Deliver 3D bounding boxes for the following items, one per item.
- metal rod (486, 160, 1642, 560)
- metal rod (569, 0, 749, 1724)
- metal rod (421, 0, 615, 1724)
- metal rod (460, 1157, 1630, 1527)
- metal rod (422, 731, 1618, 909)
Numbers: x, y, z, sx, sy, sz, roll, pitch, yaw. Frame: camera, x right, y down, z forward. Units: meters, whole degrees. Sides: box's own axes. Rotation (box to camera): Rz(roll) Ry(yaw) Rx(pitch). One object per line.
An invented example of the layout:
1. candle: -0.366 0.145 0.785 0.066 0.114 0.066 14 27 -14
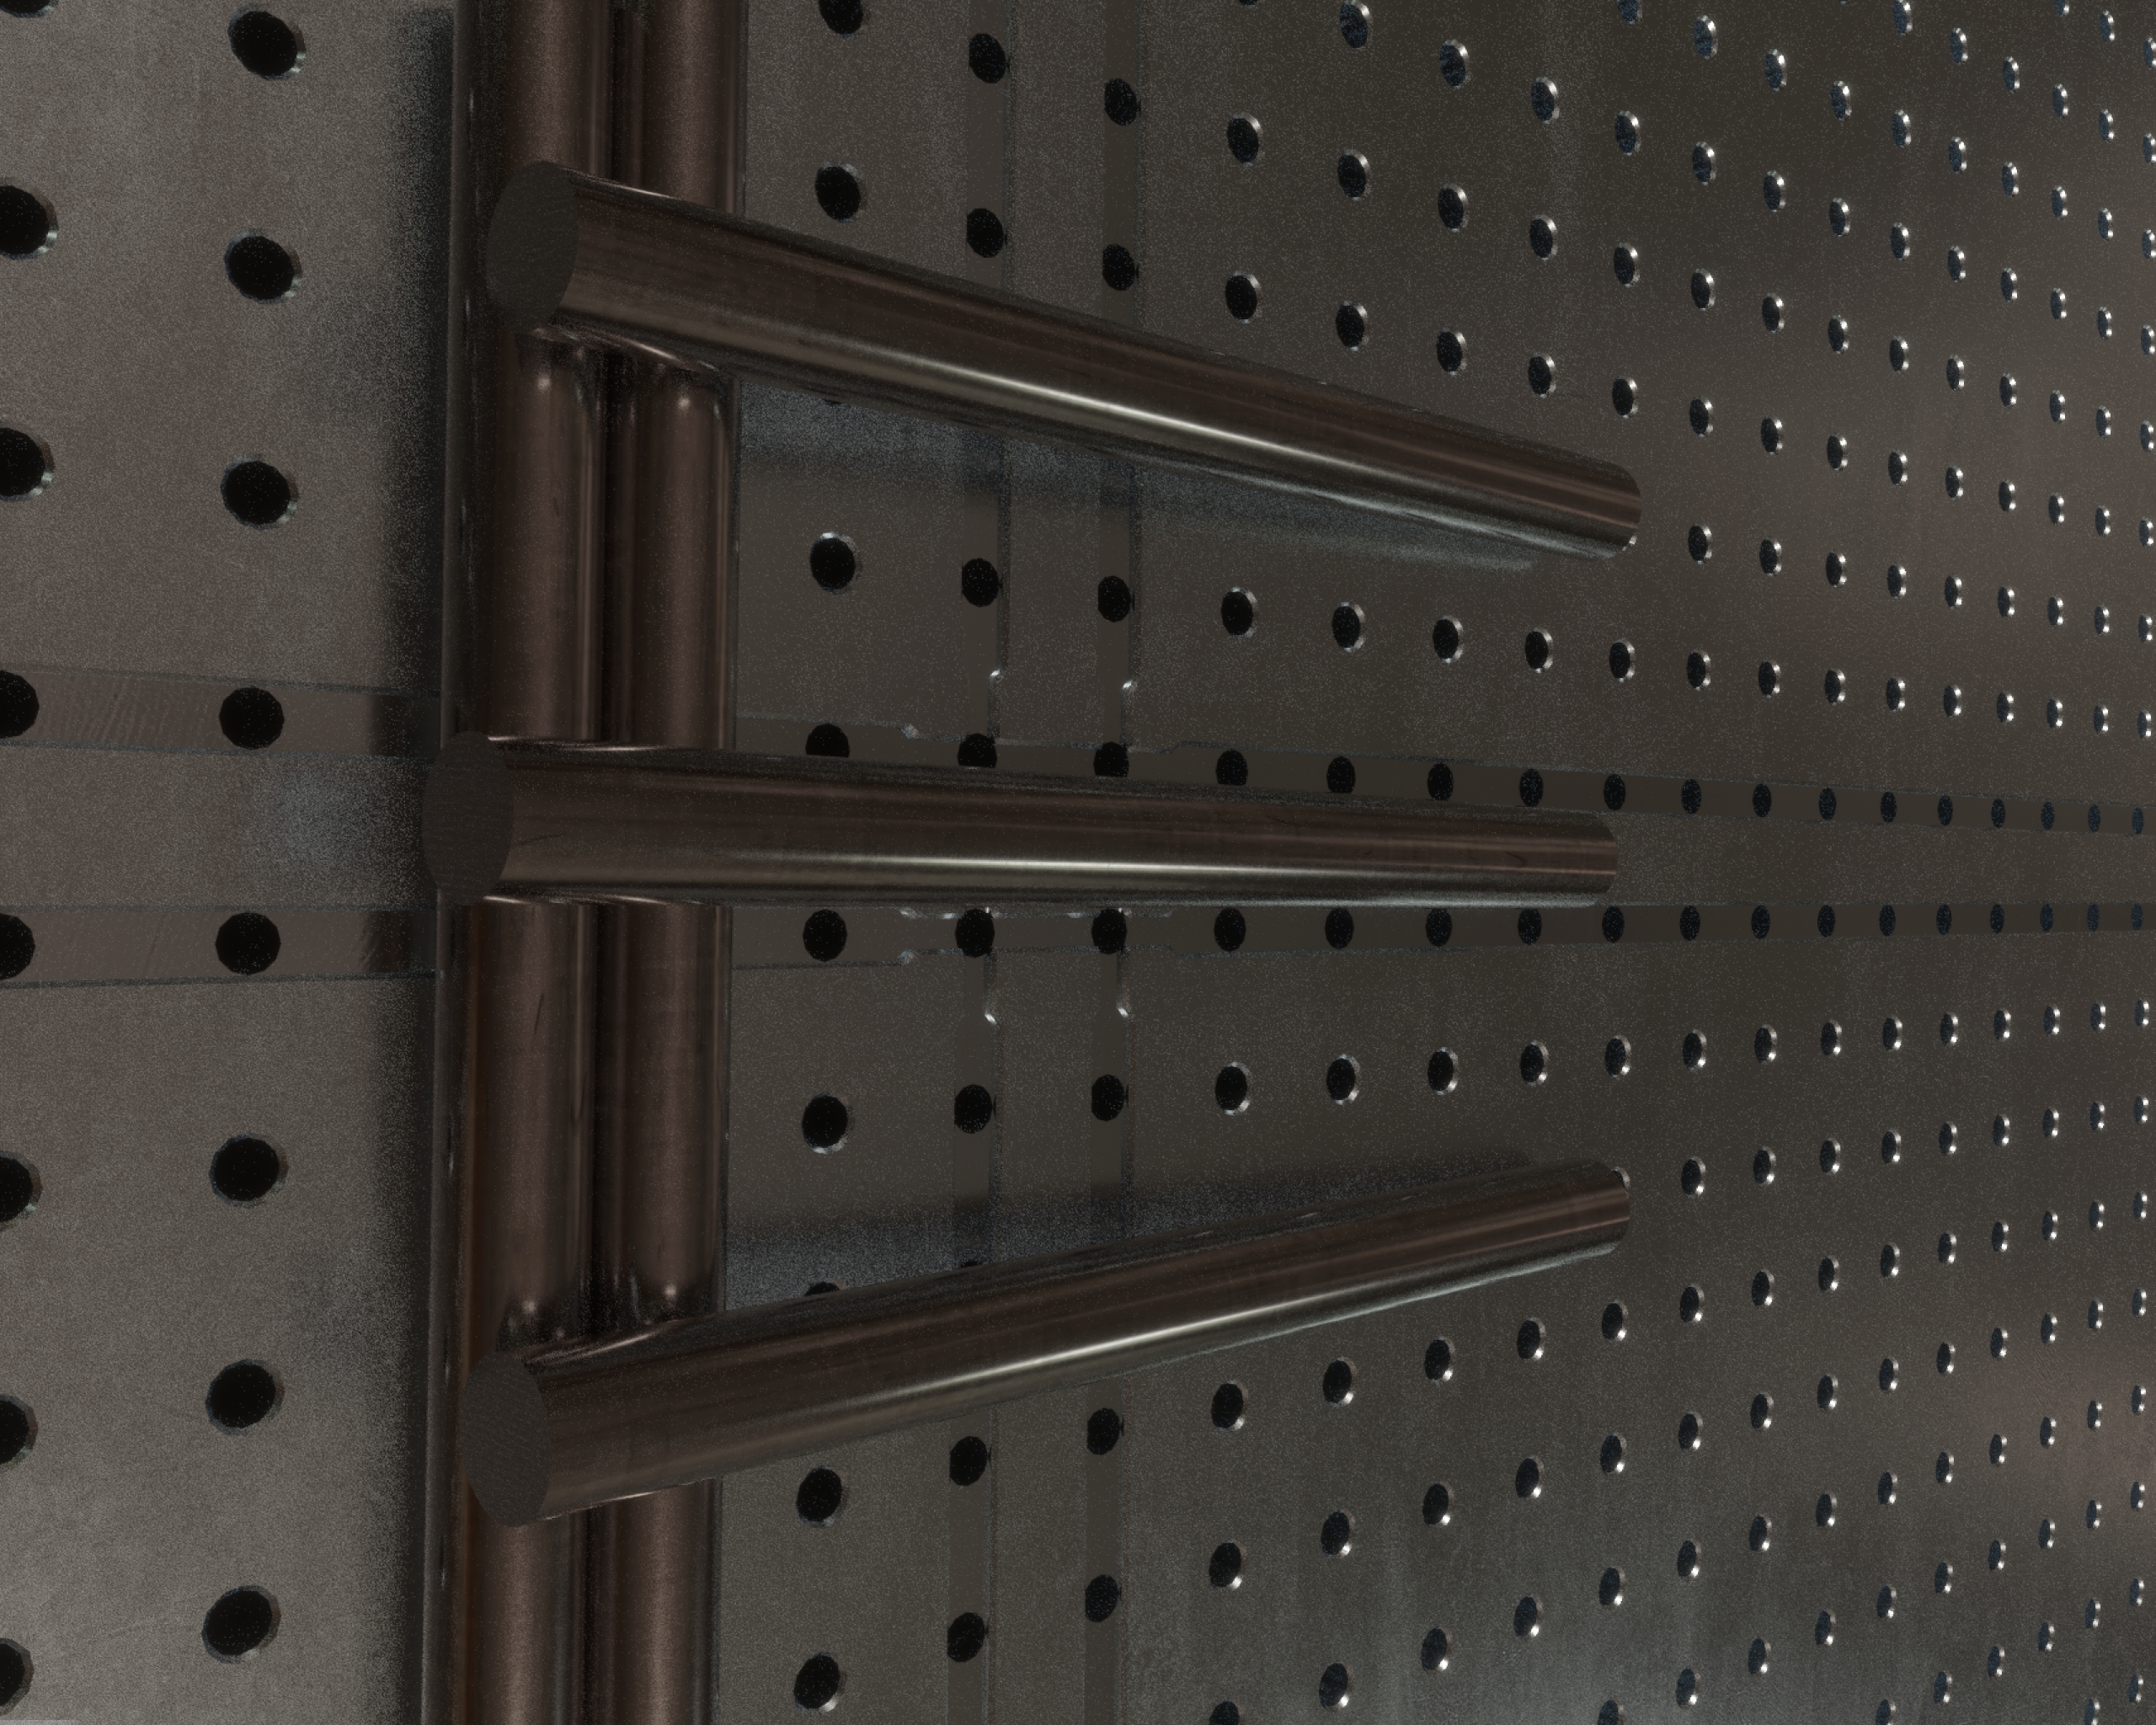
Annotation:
1. metal rod: 0.025 -0.089 0.413 0.302 0.025 0.025 1 90 -46
2. metal rod: -0.071 0.001 0.351 0.025 0.025 0.298 1 89 -40
3. metal rod: -0.090 0.009 0.334 0.025 0.025 0.298 1 89 -40
4. metal rod: 0.022 0.085 0.411 0.302 0.025 0.025 1 90 -46
5. metal rod: 0.018 -0.004 0.406 0.302 0.025 0.025 2 89 -46
